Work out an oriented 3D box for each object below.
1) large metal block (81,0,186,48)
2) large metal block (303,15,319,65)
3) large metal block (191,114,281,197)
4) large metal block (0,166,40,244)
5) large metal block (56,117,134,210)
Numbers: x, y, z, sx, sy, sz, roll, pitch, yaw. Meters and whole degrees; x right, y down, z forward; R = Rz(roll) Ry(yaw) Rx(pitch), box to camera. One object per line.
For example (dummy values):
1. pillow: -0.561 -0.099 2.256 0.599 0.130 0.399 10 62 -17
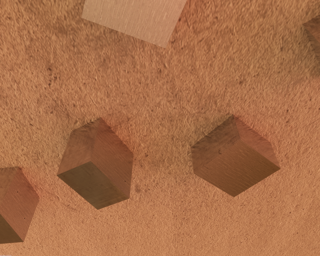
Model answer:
1. large metal block: -0.018 -0.131 0.279 0.081 0.050 0.079 17 128 -14
2. large metal block: 0.208 -0.087 0.318 0.080 0.050 0.080 -28 125 22
3. large metal block: 0.101 0.041 0.426 0.080 0.050 0.080 33 123 -25
4. large metal block: -0.234 0.117 0.468 0.050 0.080 0.080 -6 130 5
5. large metal block: -0.080 0.047 0.410 0.050 0.080 0.080 -23 127 18
